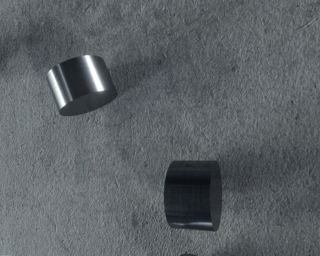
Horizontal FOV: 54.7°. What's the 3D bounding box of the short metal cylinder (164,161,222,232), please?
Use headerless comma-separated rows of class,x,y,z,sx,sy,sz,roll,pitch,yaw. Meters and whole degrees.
short metal cylinder,0.042,0.078,0.365,0.050,0.080,0.080,-2,89,20

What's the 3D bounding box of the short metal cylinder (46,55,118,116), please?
short metal cylinder,-0.104,-0.055,0.416,0.080,0.080,0.050,-25,82,18

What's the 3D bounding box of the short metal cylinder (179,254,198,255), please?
short metal cylinder,0.043,0.197,0.365,0.080,0.080,0.050,31,100,17
